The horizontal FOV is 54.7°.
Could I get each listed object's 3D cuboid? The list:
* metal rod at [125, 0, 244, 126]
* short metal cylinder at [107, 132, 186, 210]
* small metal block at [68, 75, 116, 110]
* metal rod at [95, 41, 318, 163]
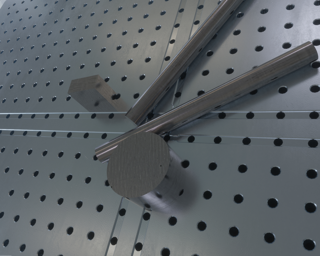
[{"bbox_3d":[0.054,-0.124,0.456,0.025,0.025,0.300,33,80,38],"label":"metal rod"},{"bbox_3d":[-0.015,0.051,0.369,0.080,0.050,0.080,-13,56,21],"label":"short metal cylinder"},{"bbox_3d":[-0.104,-0.054,0.480,0.050,0.050,0.025,-6,59,25],"label":"small metal block"},{"bbox_3d":[0.050,-0.027,0.398,0.301,0.025,0.025,-26,53,11],"label":"metal rod"}]
